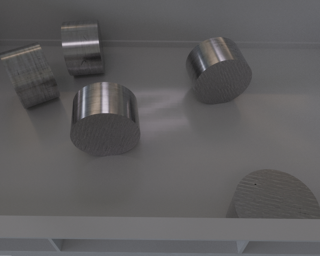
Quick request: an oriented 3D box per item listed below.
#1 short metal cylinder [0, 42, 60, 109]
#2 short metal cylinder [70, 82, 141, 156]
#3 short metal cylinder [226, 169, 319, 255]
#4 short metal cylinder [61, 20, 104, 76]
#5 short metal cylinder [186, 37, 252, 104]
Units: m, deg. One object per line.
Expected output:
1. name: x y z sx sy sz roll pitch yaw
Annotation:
1. short metal cylinder: -0.179 -0.072 0.429 0.050 0.080 0.080 -24 54 -19
2. short metal cylinder: -0.066 -0.009 0.377 0.081 0.080 0.050 -5 50 -4
3. short metal cylinder: 0.112 0.089 0.314 0.080 0.050 0.080 0 50 0
4. short metal cylinder: -0.114 -0.121 0.470 0.050 0.080 0.080 -6 50 -5
5. short metal cylinder: 0.081 -0.079 0.437 0.081 0.080 0.050 -8 51 -7
